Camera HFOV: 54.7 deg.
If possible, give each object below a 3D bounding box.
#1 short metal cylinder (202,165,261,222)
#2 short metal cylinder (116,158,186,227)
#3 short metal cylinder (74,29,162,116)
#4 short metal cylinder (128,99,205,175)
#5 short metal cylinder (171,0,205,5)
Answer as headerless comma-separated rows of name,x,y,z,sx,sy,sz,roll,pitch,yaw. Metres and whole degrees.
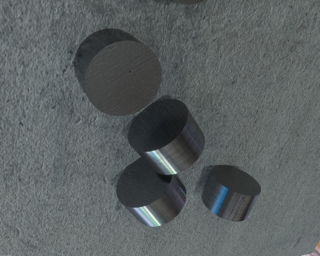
short metal cylinder,0.113,0.103,0.496,0.081,0.080,0.050,4,117,-30
short metal cylinder,-0.011,0.084,0.417,0.080,0.080,0.050,-35,129,-5
short metal cylinder,-0.045,-0.059,0.329,0.081,0.050,0.079,-14,124,-21
short metal cylinder,0.008,0.010,0.382,0.080,0.080,0.050,-39,129,-2
short metal cylinder,0.020,-0.165,0.299,0.081,0.050,0.079,-14,124,-21
